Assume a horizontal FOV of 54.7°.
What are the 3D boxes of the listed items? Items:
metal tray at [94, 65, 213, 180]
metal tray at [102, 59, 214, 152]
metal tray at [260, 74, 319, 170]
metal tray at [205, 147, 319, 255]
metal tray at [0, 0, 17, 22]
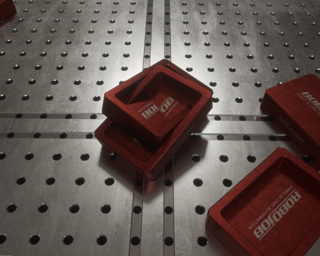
[{"bbox_3d":[-0.006,-0.011,0.391,0.090,0.030,0.130,33,72,24],"label":"metal tray"},{"bbox_3d":[0.000,-0.036,0.408,0.090,0.030,0.131,37,47,15],"label":"metal tray"},{"bbox_3d":[0.213,-0.013,0.418,0.091,0.030,0.130,-20,53,-16],"label":"metal tray"},{"bbox_3d":[0.125,0.088,0.331,0.131,0.030,0.090,-33,58,-25],"label":"metal tray"},{"bbox_3d":[-0.360,-0.236,0.597,0.130,0.030,0.090,23,53,17],"label":"metal tray"}]
